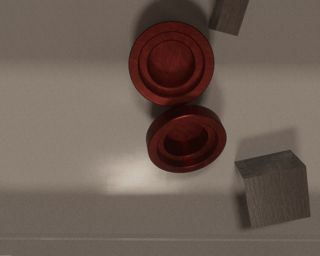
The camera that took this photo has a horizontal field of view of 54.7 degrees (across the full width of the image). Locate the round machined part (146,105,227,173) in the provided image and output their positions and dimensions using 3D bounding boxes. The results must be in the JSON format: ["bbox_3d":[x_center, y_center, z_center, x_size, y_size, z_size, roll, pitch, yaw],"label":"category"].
[{"bbox_3d":[0.031,0.009,0.395,0.099,0.042,0.097,-6,131,-7],"label":"round machined part"}]

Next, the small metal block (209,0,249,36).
[{"bbox_3d":[0.078,-0.134,0.350,0.025,0.050,0.050,13,110,-5],"label":"small metal block"}]

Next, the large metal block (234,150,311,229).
[{"bbox_3d":[0.155,0.084,0.431,0.080,0.050,0.080,-13,110,4],"label":"large metal block"}]

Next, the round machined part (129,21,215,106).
[{"bbox_3d":[0.013,-0.078,0.374,0.099,0.042,0.097,0,110,-1],"label":"round machined part"}]
